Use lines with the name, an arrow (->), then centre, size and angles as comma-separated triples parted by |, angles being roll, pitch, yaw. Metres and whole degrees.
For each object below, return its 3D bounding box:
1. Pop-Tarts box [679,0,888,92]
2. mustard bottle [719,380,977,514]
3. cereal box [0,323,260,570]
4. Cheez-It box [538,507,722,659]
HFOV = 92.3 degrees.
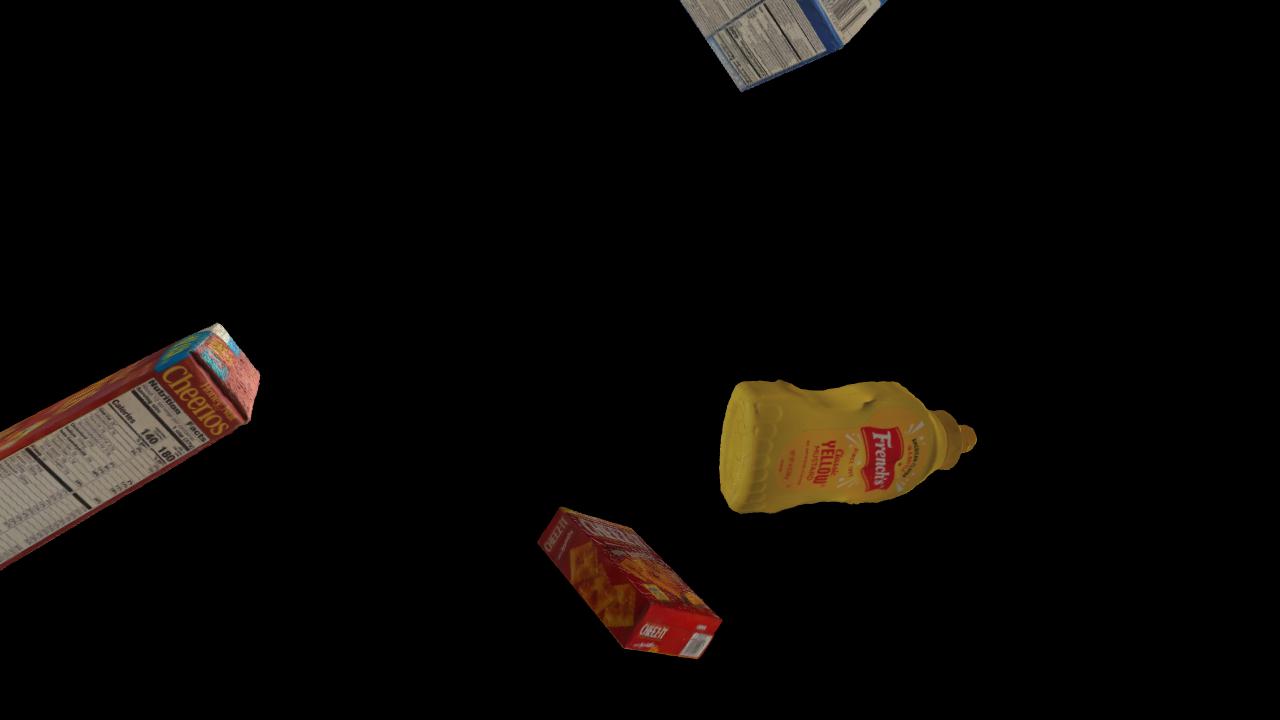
Pop-Tarts box -> 0.087, -0.305, 0.449 | 0.167, 0.083, 0.141 | 48, -7, -22
mustard bottle -> 0.150, 0.057, 0.426 | 0.184, 0.092, 0.054 | 0, 16, -13
cereal box -> -0.478, 0.085, 0.501 | 0.306, 0.081, 0.203 | -36, 25, -19
Cheez-It box -> -0.017, 0.302, 0.844 | 0.166, 0.071, 0.223 | 33, -1, -43
